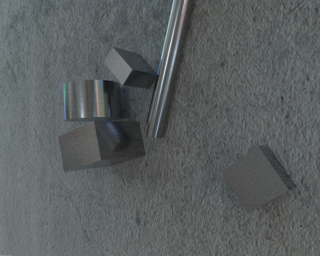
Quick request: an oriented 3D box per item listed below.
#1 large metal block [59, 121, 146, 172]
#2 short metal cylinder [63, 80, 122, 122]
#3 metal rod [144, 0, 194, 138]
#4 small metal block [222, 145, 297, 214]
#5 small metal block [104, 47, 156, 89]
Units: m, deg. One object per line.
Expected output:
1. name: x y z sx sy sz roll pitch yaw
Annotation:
1. large metal block: -0.080 0.025 0.433 0.080 0.081 0.050 -20 78 38
2. short metal cylinder: -0.097 -0.037 0.447 0.080 0.081 0.050 -5 87 39
3. metal rod: 0.023 -0.133 0.383 0.025 0.025 0.298 21 103 38
4. small metal block: 0.101 0.052 0.320 0.050 0.025 0.050 -43 64 31
5. small metal block: -0.039 -0.080 0.418 0.050 0.050 0.025 51 120 27
